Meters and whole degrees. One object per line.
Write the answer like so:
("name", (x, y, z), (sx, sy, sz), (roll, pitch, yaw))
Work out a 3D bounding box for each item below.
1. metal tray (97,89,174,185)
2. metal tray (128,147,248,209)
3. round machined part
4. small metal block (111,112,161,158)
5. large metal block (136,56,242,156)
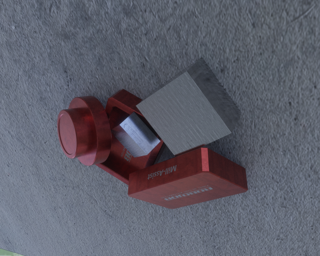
("metal tray", (-0.041, 0.021, 0.439), (0.090, 0.030, 0.129), (30, 128, 8))
("metal tray", (0.033, 0.070, 0.401), (0.130, 0.030, 0.090), (-25, 141, 37))
("round machined part", (-0.111, 0.006, 0.432), (0.098, 0.042, 0.097), (17, 112, 49))
("small metal block", (-0.034, 0.010, 0.403), (0.050, 0.025, 0.050), (48, 157, -9))
("large metal block", (0.034, -0.022, 0.361), (0.080, 0.050, 0.080), (-30, 102, 38))
